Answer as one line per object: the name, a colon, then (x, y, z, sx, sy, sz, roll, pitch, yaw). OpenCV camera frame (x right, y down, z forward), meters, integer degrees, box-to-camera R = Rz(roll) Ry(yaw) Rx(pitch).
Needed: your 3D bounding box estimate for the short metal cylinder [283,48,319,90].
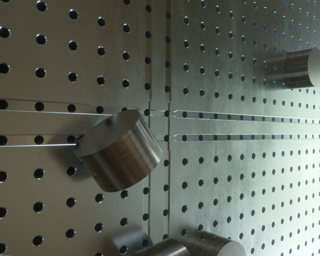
short metal cylinder: (0.301, -0.122, 0.644, 0.081, 0.050, 0.079, 0, 90, -40)

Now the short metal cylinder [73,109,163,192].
short metal cylinder: (-0.045, 0.023, 0.336, 0.080, 0.080, 0.050, -45, 117, -31)

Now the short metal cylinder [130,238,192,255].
short metal cylinder: (0.003, 0.183, 0.376, 0.050, 0.080, 0.079, -8, 96, -40)

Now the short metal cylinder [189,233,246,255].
short metal cylinder: (0.085, 0.203, 0.464, 0.081, 0.050, 0.079, 0, 90, -40)
